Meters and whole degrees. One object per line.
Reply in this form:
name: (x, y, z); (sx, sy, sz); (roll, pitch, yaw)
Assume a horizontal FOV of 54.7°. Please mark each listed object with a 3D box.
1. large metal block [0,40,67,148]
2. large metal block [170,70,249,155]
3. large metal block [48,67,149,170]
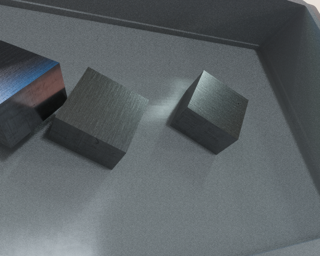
large metal block: (-0.155, -0.037, 0.310); (0.080, 0.050, 0.080); (23, 48, 18)
large metal block: (0.072, -0.022, 0.444); (0.080, 0.050, 0.080); (32, 51, -8)
large metal block: (-0.070, -0.011, 0.360); (0.080, 0.050, 0.080); (28, 52, -11)
